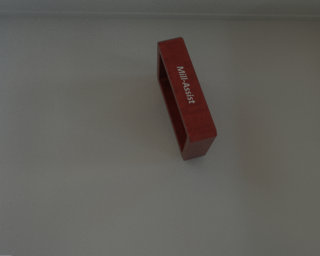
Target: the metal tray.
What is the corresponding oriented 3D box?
[{"bbox_3d":[0.028,-0.033,0.385,0.030,0.090,0.130,-15,71,-6],"label":"metal tray"}]
